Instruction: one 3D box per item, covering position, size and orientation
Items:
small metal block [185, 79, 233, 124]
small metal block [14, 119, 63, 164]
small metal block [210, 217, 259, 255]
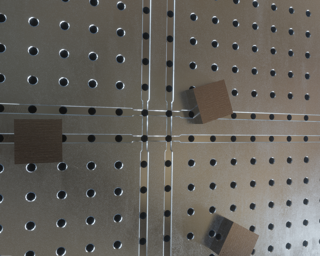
[{"bbox_3d":[0.070,-0.037,0.438,0.050,0.025,0.050,-18,96,-19],"label":"small metal block"},{"bbox_3d":[-0.141,0.015,0.361,0.050,0.025,0.050,-1,90,-20],"label":"small metal block"},{"bbox_3d":[0.109,0.167,0.453,0.050,0.025,0.050,31,80,-18],"label":"small metal block"}]
